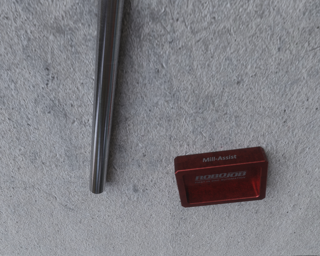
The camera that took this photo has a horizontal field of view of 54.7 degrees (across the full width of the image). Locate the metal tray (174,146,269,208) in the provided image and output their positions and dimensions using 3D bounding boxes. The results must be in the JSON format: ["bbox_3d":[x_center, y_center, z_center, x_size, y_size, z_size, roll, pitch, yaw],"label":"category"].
[{"bbox_3d":[0.092,0.077,0.470,0.131,0.030,0.089,-7,130,5],"label":"metal tray"}]

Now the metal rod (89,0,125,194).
[{"bbox_3d":[-0.072,-0.019,0.390,0.025,0.025,0.298,7,130,-7],"label":"metal rod"}]
